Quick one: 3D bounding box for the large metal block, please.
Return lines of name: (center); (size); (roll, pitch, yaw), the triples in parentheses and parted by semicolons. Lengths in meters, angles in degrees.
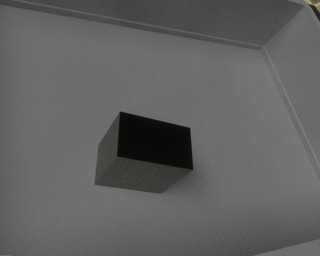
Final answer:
large metal block: (-0.020, 0.032, 0.342); (0.081, 0.080, 0.050); (13, 57, -22)
